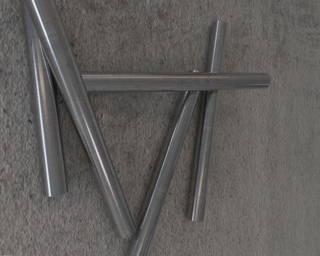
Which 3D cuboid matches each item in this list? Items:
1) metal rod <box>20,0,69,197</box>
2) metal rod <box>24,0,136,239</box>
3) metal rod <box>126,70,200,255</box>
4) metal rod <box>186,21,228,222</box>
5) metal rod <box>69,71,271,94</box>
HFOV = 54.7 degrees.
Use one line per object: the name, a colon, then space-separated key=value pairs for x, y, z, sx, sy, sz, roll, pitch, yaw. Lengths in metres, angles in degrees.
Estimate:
metal rod: x=-0.119 y=-0.082 z=0.304 sx=0.025 sy=0.025 sz=0.298 roll=-9 pitch=96 yaw=-40
metal rod: x=-0.078 y=-0.010 z=0.317 sx=0.025 sy=0.025 sz=0.298 roll=-32 pitch=116 yaw=-35
metal rod: x=0.005 y=0.059 z=0.408 sx=0.025 sy=0.025 sz=0.299 roll=31 pitch=71 yaw=-36
metal rod: x=0.072 y=-0.015 z=0.464 sx=0.025 sy=0.025 sz=0.299 roll=14 pitch=81 yaw=-39
metal rod: x=0.035 y=-0.061 z=0.405 sx=0.303 sy=0.025 sz=0.025 roll=-6 pitch=94 yaw=-31
